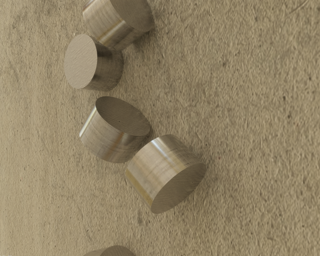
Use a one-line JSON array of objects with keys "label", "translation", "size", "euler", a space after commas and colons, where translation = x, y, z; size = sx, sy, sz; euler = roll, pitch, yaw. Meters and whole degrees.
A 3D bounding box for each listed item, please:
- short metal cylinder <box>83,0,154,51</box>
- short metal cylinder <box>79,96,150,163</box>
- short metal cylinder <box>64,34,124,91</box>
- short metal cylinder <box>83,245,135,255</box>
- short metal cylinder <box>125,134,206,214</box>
[{"label": "short metal cylinder", "translation": [-0.055, -0.152, 0.414], "size": [0.050, 0.081, 0.080], "euler": [-26, 74, 37]}, {"label": "short metal cylinder", "translation": [-0.061, 0.001, 0.420], "size": [0.080, 0.081, 0.050], "euler": [50, 120, 28]}, {"label": "short metal cylinder", "translation": [-0.101, -0.097, 0.473], "size": [0.080, 0.050, 0.080], "euler": [0, 90, 40]}, {"label": "short metal cylinder", "translation": [-0.073, 0.209, 0.430], "size": [0.050, 0.081, 0.080], "euler": [-28, 73, 36]}, {"label": "short metal cylinder", "translation": [0.007, 0.054, 0.363], "size": [0.050, 0.081, 0.080], "euler": [46, 118, 30]}]
